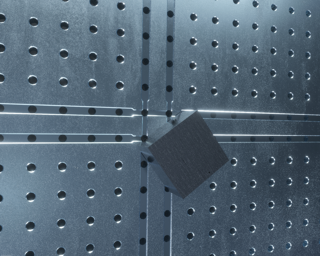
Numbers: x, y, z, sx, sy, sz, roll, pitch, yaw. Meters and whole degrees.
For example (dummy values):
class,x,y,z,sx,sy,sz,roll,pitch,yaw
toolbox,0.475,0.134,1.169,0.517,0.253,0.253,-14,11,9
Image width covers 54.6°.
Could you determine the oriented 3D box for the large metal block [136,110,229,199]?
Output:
class,x,y,z,sx,sy,sz,roll,pitch,yaw
large metal block,0.030,0.033,0.410,0.080,0.050,0.080,-37,102,-16
